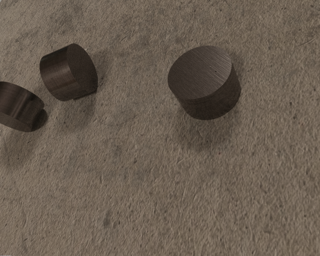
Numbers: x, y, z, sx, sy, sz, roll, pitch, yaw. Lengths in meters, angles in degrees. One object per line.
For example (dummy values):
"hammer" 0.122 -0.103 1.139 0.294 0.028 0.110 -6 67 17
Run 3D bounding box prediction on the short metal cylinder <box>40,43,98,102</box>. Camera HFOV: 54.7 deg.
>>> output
"short metal cylinder" -0.144 -0.088 0.496 0.050 0.080 0.080 -17 55 18

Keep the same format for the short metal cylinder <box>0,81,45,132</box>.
"short metal cylinder" -0.241 -0.033 0.513 0.080 0.080 0.050 6 65 30

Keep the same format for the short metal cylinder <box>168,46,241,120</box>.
"short metal cylinder" 0.057 -0.057 0.392 0.080 0.050 0.080 -13 56 20
